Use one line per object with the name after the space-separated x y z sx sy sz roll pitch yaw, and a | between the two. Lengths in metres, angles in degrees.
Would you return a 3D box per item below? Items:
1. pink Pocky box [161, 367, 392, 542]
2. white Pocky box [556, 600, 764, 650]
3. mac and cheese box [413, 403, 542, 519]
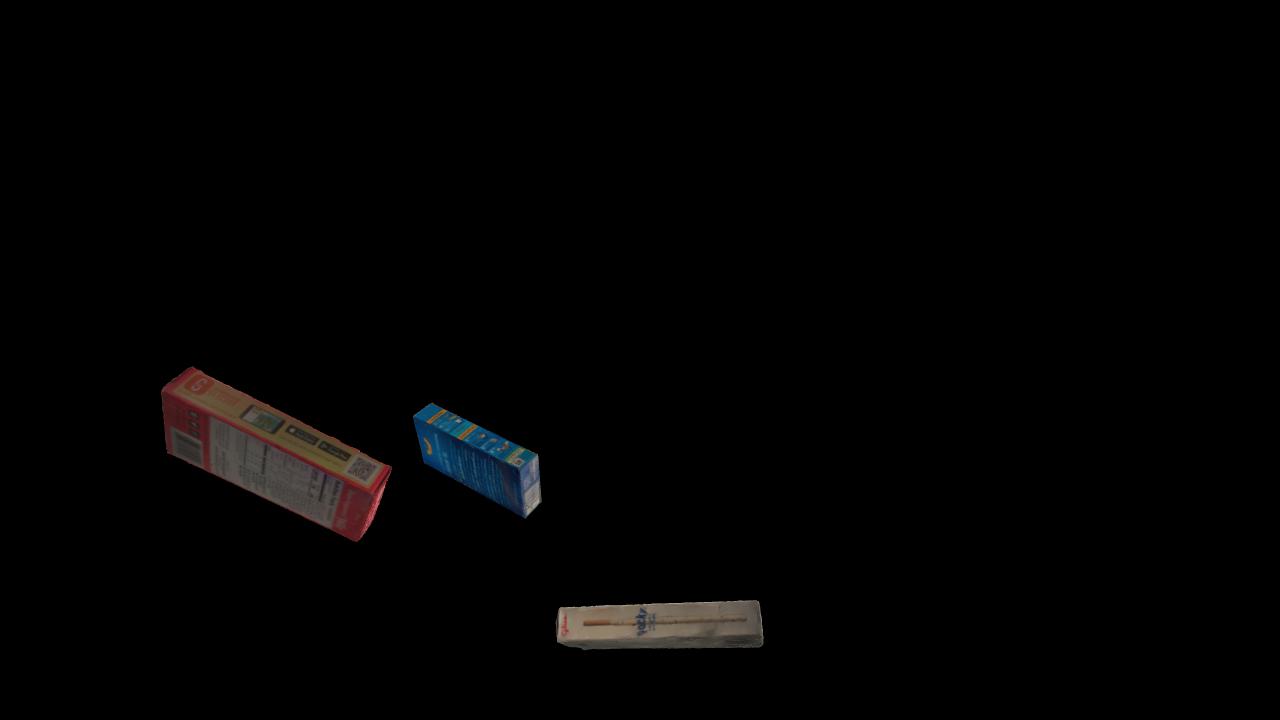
-0.264 0.073 0.450 0.155 0.029 0.084 29 -48 -8 | pink Pocky box
0.019 0.212 0.487 0.154 0.028 0.084 -5 -29 9 | white Pocky box
-0.214 0.131 0.812 0.184 0.093 0.041 21 41 24 | mac and cheese box
